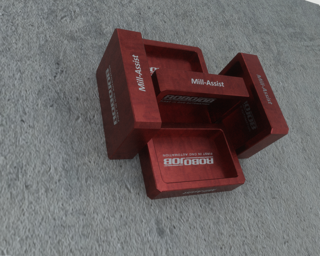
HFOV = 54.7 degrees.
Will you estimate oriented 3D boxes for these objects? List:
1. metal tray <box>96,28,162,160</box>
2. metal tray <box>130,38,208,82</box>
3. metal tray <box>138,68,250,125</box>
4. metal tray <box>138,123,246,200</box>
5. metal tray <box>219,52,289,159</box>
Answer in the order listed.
[{"bbox_3d":[-0.042,-0.038,0.364,0.030,0.090,0.130,1,62,-28],"label":"metal tray"},{"bbox_3d":[0.010,-0.082,0.457,0.131,0.030,0.090,0,65,-28],"label":"metal tray"},{"bbox_3d":[0.039,-0.034,0.407,0.131,0.090,0.030,1,63,-28],"label":"metal tray"},{"bbox_3d":[0.039,0.039,0.401,0.131,0.030,0.090,1,60,-28],"label":"metal tray"},{"bbox_3d":[0.120,-0.031,0.447,0.030,0.090,0.130,1,61,-28],"label":"metal tray"}]
